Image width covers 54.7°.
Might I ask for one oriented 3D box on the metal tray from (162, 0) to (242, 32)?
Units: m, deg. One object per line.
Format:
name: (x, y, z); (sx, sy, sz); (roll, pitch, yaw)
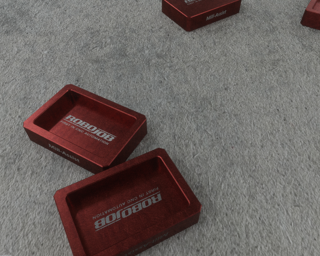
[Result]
metal tray: (0.080, -0.239, 0.602); (0.131, 0.030, 0.090); (-27, 55, -21)

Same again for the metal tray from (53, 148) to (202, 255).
metal tray: (-0.034, 0.084, 0.328); (0.131, 0.030, 0.090); (-22, 54, -18)

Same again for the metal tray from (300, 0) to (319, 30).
metal tray: (0.336, -0.229, 0.594); (0.090, 0.030, 0.130); (25, 54, 19)

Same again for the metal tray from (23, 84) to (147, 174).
metal tray: (-0.094, 0.000, 0.398); (0.130, 0.030, 0.090); (24, 54, 18)
